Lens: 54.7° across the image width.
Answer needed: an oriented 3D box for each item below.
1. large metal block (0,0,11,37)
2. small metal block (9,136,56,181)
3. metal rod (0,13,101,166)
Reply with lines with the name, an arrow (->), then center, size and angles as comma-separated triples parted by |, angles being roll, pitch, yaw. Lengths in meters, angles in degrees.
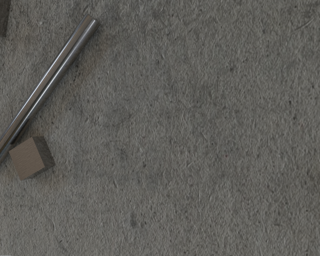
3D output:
large metal block -> -0.293, -0.196, 0.496 | 0.080, 0.050, 0.079 | 12, 94, 19
small metal block -> -0.196, 0.046, 0.476 | 0.050, 0.025, 0.050 | -29, 81, 17
metal rod -> -0.188, -0.044, 0.473 | 0.025, 0.025, 0.299 | 43, 103, 14
